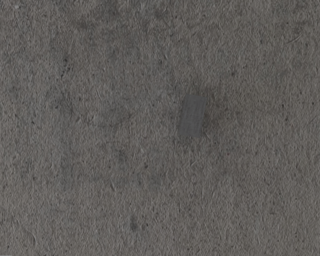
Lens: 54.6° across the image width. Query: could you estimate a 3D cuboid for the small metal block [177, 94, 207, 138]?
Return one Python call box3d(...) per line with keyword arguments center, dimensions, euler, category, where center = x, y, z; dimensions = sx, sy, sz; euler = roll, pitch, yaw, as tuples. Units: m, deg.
box3d(center=(0.040, -0.015, 0.398), dimensions=(0.025, 0.050, 0.050), euler=(10, 90, 0), category="small metal block")
